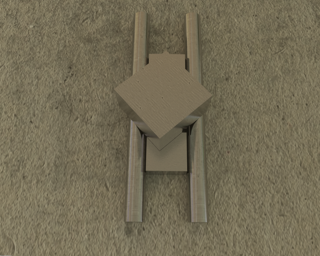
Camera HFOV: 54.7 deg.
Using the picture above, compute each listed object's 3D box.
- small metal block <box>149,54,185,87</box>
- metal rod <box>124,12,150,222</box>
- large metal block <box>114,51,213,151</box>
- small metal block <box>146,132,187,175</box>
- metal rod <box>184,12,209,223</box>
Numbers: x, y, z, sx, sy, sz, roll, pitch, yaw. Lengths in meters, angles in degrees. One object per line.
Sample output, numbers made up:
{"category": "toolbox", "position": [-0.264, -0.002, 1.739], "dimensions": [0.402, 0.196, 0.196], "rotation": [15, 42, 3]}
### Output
{"category": "small metal block", "position": [0.009, -0.076, 0.436], "dimensions": [0.050, 0.025, 0.050], "rotation": [1, 70, 0]}
{"category": "metal rod", "position": [-0.029, -0.028, 0.420], "dimensions": [0.025, 0.025, 0.299], "rotation": [1, 70, 0]}
{"category": "large metal block", "position": [0.004, -0.033, 0.379], "dimensions": [0.080, 0.050, 0.080], "rotation": [-39, 75, -13]}
{"category": "small metal block", "position": [0.008, 0.033, 0.396], "dimensions": [0.050, 0.025, 0.050], "rotation": [1, 70, 0]}
{"category": "metal rod", "position": [0.047, -0.028, 0.420], "dimensions": [0.025, 0.025, 0.299], "rotation": [1, 70, 0]}
